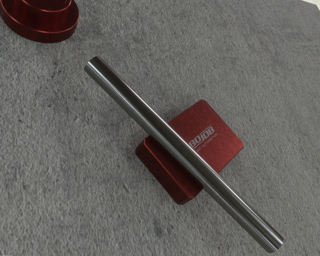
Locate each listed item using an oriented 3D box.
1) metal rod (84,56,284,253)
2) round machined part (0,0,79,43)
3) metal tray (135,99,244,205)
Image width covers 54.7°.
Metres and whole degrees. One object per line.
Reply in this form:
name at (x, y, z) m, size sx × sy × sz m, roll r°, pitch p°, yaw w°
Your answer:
metal rod at (0.026, 0.029, 0.362) m, size 0.300 × 0.025 × 0.025 m, roll 45°, pitch 51°, yaw 2°
round machined part at (-0.156, -0.164, 0.409) m, size 0.099 × 0.042 × 0.098 m, roll 14°, pitch 56°, yaw -21°
metal tray at (0.043, 0.026, 0.409) m, size 0.090 × 0.030 × 0.131 m, roll 50°, pitch 51°, yaw 6°
